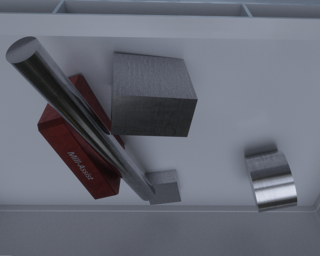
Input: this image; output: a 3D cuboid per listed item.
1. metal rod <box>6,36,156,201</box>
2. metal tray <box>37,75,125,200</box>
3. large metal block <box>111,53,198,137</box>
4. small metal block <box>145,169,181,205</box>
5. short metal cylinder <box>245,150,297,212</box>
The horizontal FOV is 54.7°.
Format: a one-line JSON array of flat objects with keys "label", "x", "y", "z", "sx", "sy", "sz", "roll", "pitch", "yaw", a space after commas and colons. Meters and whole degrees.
[{"label": "metal rod", "x": -0.057, "y": 0.021, "z": 0.336, "sx": 0.025, "sy": 0.025, "sz": 0.299, "roll": -12, "pitch": 147, "yaw": 10}, {"label": "metal tray", "x": -0.086, "y": 0.013, "z": 0.375, "sx": 0.030, "sy": 0.090, "sz": 0.130, "roll": -15, "pitch": 129, "yaw": 13}, {"label": "large metal block", "x": -0.011, "y": -0.036, "z": 0.336, "sx": 0.081, "sy": 0.080, "sz": 0.050, "roll": 2, "pitch": 130, "yaw": -11}, {"label": "small metal block", "x": 0.005, "y": 0.094, "z": 0.490, "sx": 0.050, "sy": 0.025, "sz": 0.050, "roll": -8, "pitch": 130, "yaw": 6}, {"label": "short metal cylinder", "x": 0.155, "y": 0.075, "z": 0.440, "sx": 0.050, "sy": 0.080, "sz": 0.080, "roll": -13, "pitch": 129, "yaw": 11}]
